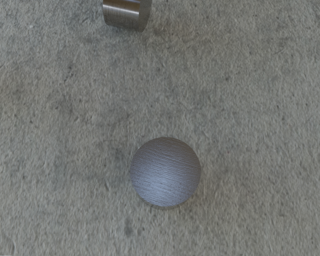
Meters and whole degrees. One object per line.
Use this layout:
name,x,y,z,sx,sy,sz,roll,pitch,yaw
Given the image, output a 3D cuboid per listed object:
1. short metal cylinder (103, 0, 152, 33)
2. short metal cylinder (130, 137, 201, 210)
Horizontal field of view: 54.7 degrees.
short metal cylinder,-0.044,-0.183,0.445,0.050,0.080,0.080,14,71,5
short metal cylinder,0.006,0.056,0.374,0.081,0.050,0.080,0,70,0
